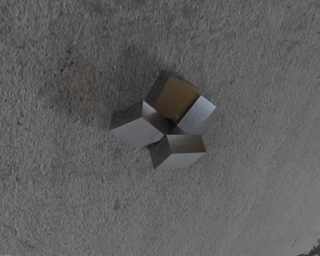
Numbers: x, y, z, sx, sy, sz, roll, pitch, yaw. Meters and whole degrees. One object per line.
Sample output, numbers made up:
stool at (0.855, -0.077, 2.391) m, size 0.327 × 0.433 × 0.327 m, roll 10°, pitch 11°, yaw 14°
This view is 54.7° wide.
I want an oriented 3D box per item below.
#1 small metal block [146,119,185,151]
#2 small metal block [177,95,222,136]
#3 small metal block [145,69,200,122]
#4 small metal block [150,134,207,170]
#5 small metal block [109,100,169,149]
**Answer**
small metal block at (0.015, 0.020, 0.431) m, size 0.050 × 0.025 × 0.050 m, roll -48°, pitch 129°, yaw 5°
small metal block at (0.054, -0.013, 0.418) m, size 0.050 × 0.025 × 0.050 m, roll -52°, pitch 162°, yaw 8°
small metal block at (0.014, -0.040, 0.393) m, size 0.050 × 0.025 × 0.050 m, roll 19°, pitch 108°, yaw -36°
small metal block at (0.022, 0.031, 0.394) m, size 0.050 × 0.025 × 0.050 m, roll 0°, pitch 151°, yaw -29°
small metal block at (-0.025, -0.003, 0.380) m, size 0.050 × 0.025 × 0.050 m, roll -21°, pitch 139°, yaw 31°
